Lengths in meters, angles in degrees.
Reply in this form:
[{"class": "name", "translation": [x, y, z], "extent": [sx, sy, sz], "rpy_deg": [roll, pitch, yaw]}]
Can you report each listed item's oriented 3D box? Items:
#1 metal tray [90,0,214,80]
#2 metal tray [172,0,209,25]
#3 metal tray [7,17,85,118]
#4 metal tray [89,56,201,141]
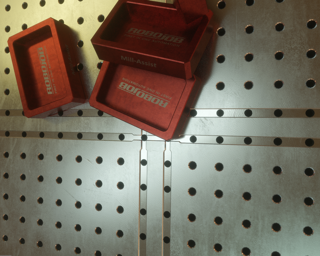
[{"class": "metal tray", "translation": [-0.008, -0.116, 0.389], "extent": [0.130, 0.030, 0.090], "rpy_deg": [17, 63, 18]}, {"class": "metal tray", "translation": [0.008, -0.195, 0.355], "extent": [0.030, 0.090, 0.130], "rpy_deg": [-28, 65, 7]}, {"class": "metal tray", "translation": [-0.173, -0.088, 0.469], "extent": [0.090, 0.030, 0.129], "rpy_deg": [-17, 84, 18]}, {"class": "metal tray", "translation": [-0.023, -0.048, 0.416], "extent": [0.130, 0.030, 0.089], "rpy_deg": [24, 98, 18]}]
